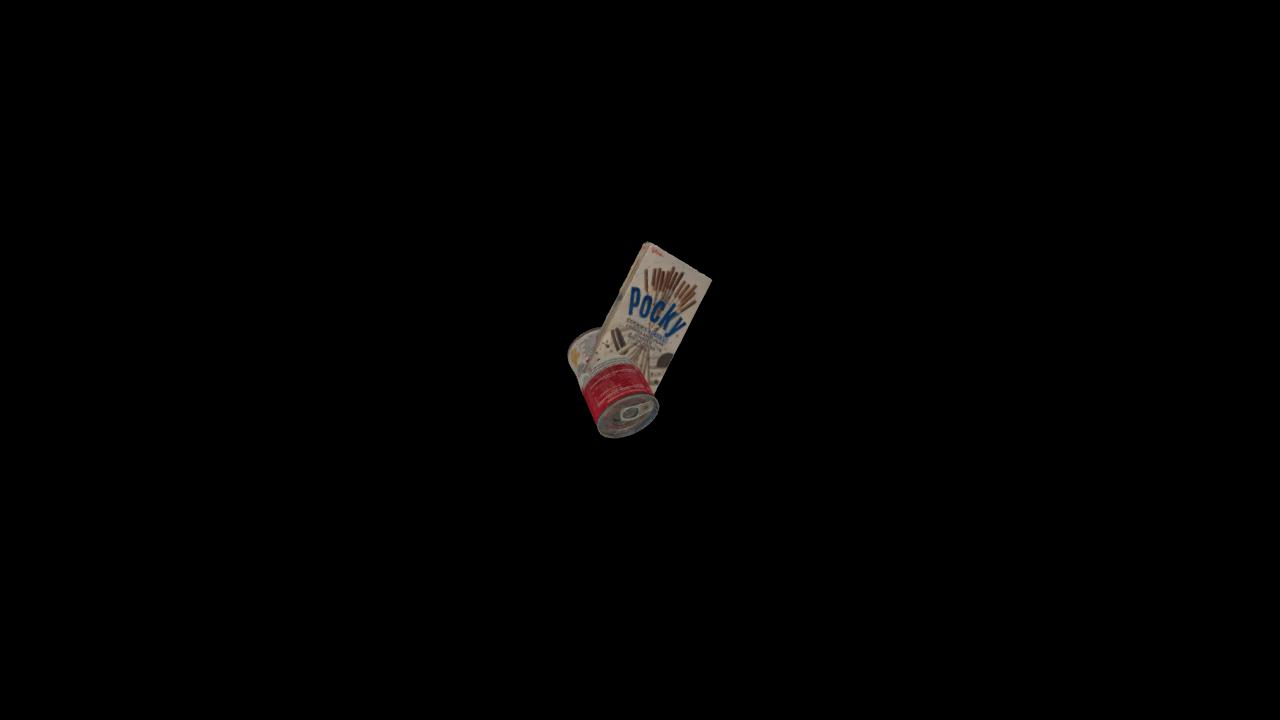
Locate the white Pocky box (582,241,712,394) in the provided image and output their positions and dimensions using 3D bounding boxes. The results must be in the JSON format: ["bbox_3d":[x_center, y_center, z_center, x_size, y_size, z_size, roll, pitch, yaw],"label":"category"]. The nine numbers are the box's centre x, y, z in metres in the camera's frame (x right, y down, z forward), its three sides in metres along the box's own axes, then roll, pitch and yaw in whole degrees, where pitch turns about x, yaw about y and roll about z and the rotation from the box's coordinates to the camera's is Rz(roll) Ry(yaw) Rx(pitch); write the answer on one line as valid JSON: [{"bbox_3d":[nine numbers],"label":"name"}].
[{"bbox_3d":[0.007,-0.037,0.652,0.084,0.154,0.028,28,-3,-21],"label":"white Pocky box"}]

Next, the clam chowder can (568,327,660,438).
[{"bbox_3d":[-0.030,0.022,0.648,0.068,0.102,0.068,-18,-37,-14],"label":"clam chowder can"}]
